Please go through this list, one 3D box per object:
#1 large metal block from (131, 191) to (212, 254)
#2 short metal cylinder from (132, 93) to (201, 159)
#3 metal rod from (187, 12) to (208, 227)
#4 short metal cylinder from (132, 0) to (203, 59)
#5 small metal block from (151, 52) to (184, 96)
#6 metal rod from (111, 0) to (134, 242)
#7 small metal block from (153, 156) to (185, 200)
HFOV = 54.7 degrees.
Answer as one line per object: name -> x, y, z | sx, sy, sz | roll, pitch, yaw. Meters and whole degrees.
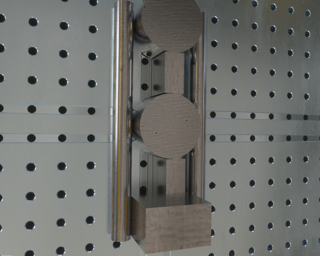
large metal block -> 0.009, 0.112, 0.387 | 0.081, 0.080, 0.050 | 1, 90, -20
short metal cylinder -> 0.006, -0.003, 0.401 | 0.081, 0.050, 0.080 | 0, 90, -20
metal rod -> 0.052, -0.009, 0.430 | 0.025, 0.025, 0.298 | 1, 90, -20
short metal cylinder -> 0.008, -0.132, 0.401 | 0.081, 0.050, 0.080 | 0, 90, -20
small metal block -> 0.009, -0.067, 0.401 | 0.025, 0.050, 0.050 | 1, 90, -20
metal rod -> -0.048, -0.009, 0.394 | 0.025, 0.025, 0.298 | 1, 90, -20
small metal block -> 0.011, 0.063, 0.402 | 0.025, 0.050, 0.050 | 0, 90, -20
